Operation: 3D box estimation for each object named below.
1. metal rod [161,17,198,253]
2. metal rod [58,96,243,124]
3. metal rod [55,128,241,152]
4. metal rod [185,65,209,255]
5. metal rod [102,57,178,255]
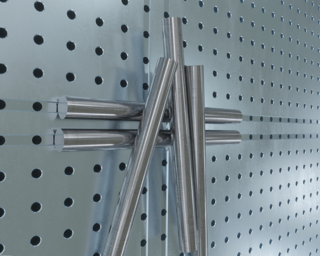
[{"bbox_3d":[0.026,0.012,0.401,0.025,0.025,0.298,-8,95,-40],"label":"metal rod"},{"bbox_3d":[0.013,-0.020,0.423,0.302,0.025,0.025,1,90,-40],"label":"metal rod"},{"bbox_3d":[0.010,0.014,0.420,0.302,0.025,0.025,1,90,-40],"label":"metal rod"},{"bbox_3d":[0.052,0.065,0.431,0.025,0.025,0.298,-14,106,-40],"label":"metal rod"},{"bbox_3d":[-0.030,0.063,0.362,0.025,0.025,0.299,19,85,-39],"label":"metal rod"}]
